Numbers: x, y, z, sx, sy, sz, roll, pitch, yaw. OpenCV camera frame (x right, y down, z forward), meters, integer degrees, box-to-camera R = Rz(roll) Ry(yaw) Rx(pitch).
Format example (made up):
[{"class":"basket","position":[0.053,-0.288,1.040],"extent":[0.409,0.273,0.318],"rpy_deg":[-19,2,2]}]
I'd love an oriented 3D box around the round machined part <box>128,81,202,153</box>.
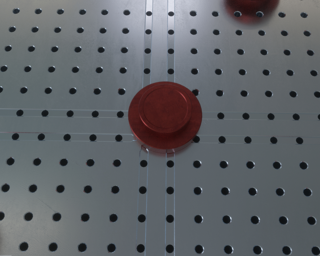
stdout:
[{"class":"round machined part","position":[0.007,-0.019,0.410],"extent":[0.099,0.042,0.098],"rpy_deg":[0,70,0]}]
